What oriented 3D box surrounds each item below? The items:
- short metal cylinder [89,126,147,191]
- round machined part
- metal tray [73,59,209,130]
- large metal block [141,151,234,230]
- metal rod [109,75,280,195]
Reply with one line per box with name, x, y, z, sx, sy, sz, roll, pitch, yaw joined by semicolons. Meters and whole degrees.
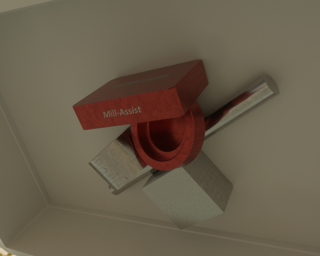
short metal cylinder;-0.049;0.038;0.419;0.050;0.080;0.080;48;129;-5
round machined part;0.014;-0.001;0.369;0.098;0.042;0.097;4;96;42
metal tray;-0.021;-0.037;0.350;0.130;0.090;0.030;-7;115;30
large metal block;0.037;0.081;0.418;0.080;0.050;0.080;48;129;-6
metal rod;0.021;0.026;0.410;0.025;0.025;0.299;48;128;-6
